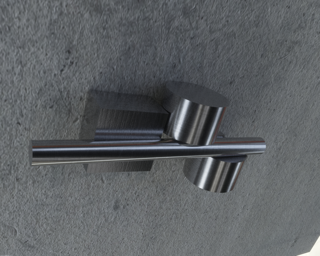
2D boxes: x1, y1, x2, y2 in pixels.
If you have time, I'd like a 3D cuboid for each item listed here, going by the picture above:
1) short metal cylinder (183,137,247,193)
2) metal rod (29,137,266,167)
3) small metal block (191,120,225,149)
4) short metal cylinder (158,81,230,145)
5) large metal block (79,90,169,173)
[{"bbox_3d":[0.078,0.048,0.447,0.081,0.080,0.050,0,119,-29],"label":"short metal cylinder"},{"bbox_3d":[0.010,0.024,0.364,0.303,0.025,0.025,0,118,-30],"label":"metal rod"},{"bbox_3d":[0.051,0.008,0.425,0.050,0.050,0.025,1,118,-29],"label":"small metal block"},{"bbox_3d":[0.039,-0.020,0.384,0.081,0.080,0.050,2,118,-30],"label":"short metal cylinder"},{"bbox_3d":[-0.046,0.005,0.367,0.081,0.050,0.079,3,117,-30],"label":"large metal block"}]
